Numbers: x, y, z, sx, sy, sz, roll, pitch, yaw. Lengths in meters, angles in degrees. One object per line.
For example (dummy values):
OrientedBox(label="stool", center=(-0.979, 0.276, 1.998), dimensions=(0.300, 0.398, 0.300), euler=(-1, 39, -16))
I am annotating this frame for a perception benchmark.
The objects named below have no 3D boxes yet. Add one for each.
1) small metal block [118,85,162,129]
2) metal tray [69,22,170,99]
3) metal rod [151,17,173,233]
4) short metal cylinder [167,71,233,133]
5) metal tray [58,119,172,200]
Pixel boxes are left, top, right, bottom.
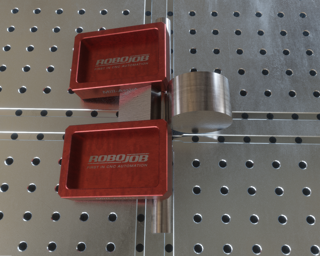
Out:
OrientedBox(label="small metal block", center=(-0.026, -0.024, 0.405), dimensions=(0.050, 0.025, 0.050), euler=(-11, 67, 29))
OrientedBox(label="metal tray", center=(-0.053, -0.091, 0.423), dimensions=(0.131, 0.030, 0.090), euler=(-4, 70, 11))
OrientedBox(label="metal rod", center=(0.003, -0.018, 0.414), dimensions=(0.025, 0.025, 0.299), euler=(0, 70, 0))
OrientedBox(label="short metal cylinder", center=(0.049, -0.029, 0.390), dimensions=(0.081, 0.080, 0.050), euler=(0, 70, 0))
OrientedBox(label="metal tray", center=(-0.052, 0.040, 0.376), dimensions=(0.131, 0.030, 0.090), euler=(-4, 70, 11))
